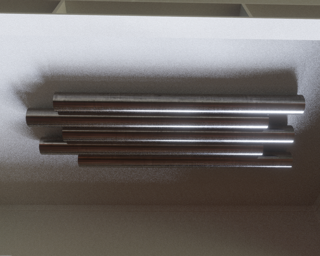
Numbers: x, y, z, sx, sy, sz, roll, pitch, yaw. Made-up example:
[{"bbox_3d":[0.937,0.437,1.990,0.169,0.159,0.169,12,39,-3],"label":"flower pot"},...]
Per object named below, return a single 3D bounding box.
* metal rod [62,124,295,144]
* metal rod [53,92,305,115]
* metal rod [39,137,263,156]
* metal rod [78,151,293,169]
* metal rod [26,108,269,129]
[{"bbox_3d":[0.025,0.007,0.414,0.302,0.025,0.025,1,130,-1],"label":"metal rod"},{"bbox_3d":[0.024,-0.030,0.382,0.302,0.025,0.025,1,130,-1],"label":"metal rod"},{"bbox_3d":[-0.011,0.026,0.429,0.302,0.025,0.025,1,130,-1],"label":"metal rod"},{"bbox_3d":[0.036,0.045,0.446,0.302,0.025,0.025,1,130,-1],"label":"metal rod"},{"bbox_3d":[-0.014,-0.012,0.397,0.302,0.025,0.025,1,130,-1],"label":"metal rod"}]
